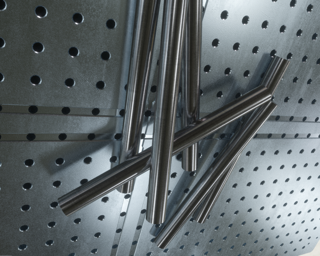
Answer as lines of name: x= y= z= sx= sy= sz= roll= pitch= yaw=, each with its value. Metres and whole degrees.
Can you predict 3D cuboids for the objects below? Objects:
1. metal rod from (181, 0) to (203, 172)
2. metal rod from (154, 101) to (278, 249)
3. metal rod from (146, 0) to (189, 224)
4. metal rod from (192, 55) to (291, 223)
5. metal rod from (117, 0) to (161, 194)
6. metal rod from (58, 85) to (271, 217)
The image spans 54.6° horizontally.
metal rod: x=0.039 y=-0.067 z=0.389 sx=0.025 sy=0.025 sz=0.298 roll=-16 pitch=125 yaw=-19
metal rod: x=0.079 y=0.079 z=0.486 sx=0.025 sy=0.025 sz=0.299 roll=20 pitch=113 yaw=-36
metal rod: x=0.007 y=-0.026 z=0.347 sx=0.025 sy=0.025 sz=0.298 roll=-4 pitch=111 yaw=-26
metal rod: x=0.122 y=0.030 z=0.494 sx=0.025 sy=0.025 sz=0.298 roll=9 pitch=114 yaw=-32
metal rod: x=-0.027 y=-0.047 z=0.366 sx=0.025 sy=0.025 sz=0.298 roll=-5 pitch=121 yaw=-26
metal rod: x=0.014 y=0.024 z=0.398 sx=0.301 sy=0.025 sz=0.025 roll=-29 pitch=128 yaw=-10
